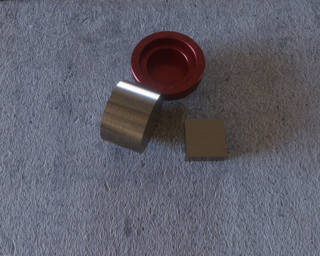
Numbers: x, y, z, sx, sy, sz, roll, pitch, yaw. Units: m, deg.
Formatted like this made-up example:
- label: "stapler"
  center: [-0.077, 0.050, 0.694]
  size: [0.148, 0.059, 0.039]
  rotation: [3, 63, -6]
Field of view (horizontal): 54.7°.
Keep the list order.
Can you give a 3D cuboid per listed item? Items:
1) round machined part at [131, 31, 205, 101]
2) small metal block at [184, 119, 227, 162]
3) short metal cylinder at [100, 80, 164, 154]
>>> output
- label: "round machined part"
  center: [0.011, -0.081, 0.429]
  size: [0.099, 0.042, 0.098]
  rotation: [0, 70, -1]
- label: "small metal block"
  center: [0.058, 0.016, 0.403]
  size: [0.050, 0.025, 0.050]
  rotation: [-1, 70, -1]
- label: "short metal cylinder"
  center: [-0.033, -0.014, 0.384]
  size: [0.050, 0.080, 0.080]
  rotation: [20, 71, 7]
